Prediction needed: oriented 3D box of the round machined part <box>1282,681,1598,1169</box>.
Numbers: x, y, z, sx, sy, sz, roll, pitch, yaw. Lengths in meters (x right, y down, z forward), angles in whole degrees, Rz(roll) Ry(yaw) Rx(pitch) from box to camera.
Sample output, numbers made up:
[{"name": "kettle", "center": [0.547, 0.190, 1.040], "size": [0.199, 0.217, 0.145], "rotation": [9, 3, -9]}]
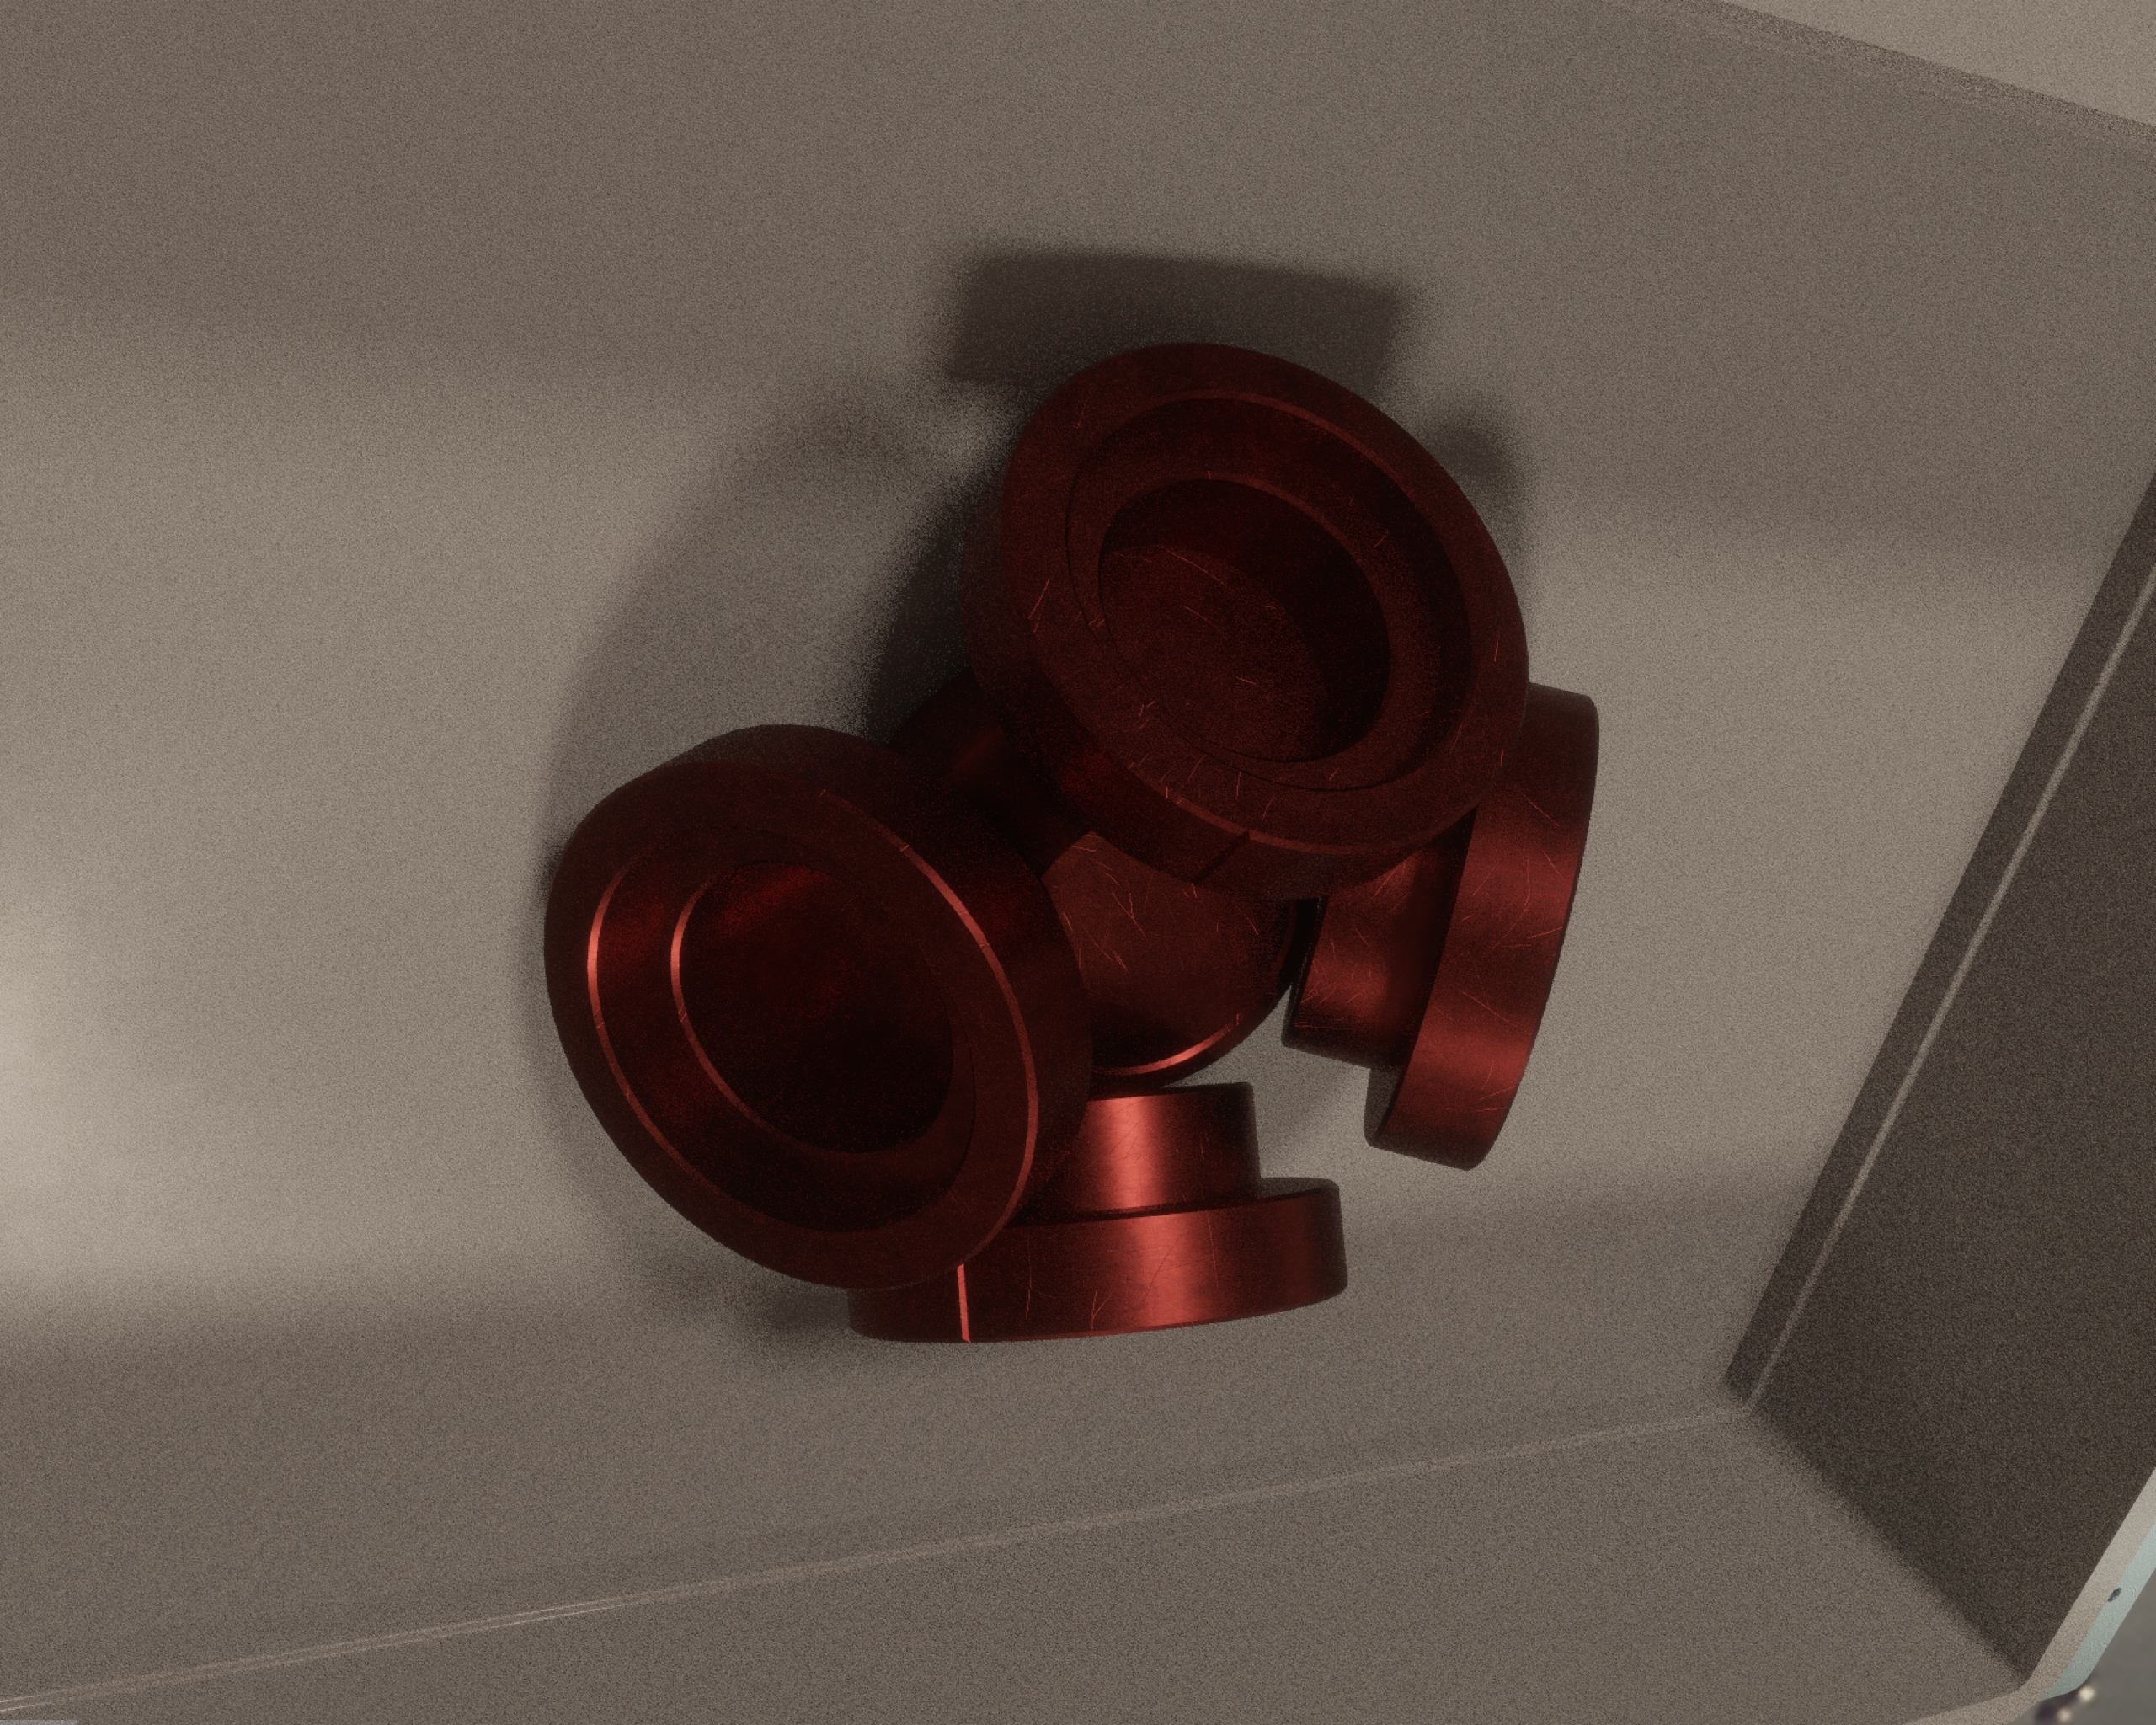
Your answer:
[{"name": "round machined part", "center": [0.069, 0.009, 0.418], "size": [0.042, 0.098, 0.097], "rotation": [14, 116, 5]}]

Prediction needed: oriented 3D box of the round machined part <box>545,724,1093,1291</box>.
[{"name": "round machined part", "center": [-0.041, 0.022, 0.364], "size": [0.042, 0.098, 0.097], "rotation": [-39, 144, -54]}]

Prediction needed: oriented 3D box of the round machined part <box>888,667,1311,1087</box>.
[{"name": "round machined part", "center": [0.007, 0.006, 0.404], "size": [0.099, 0.042, 0.097], "rotation": [-14, 125, -21]}]

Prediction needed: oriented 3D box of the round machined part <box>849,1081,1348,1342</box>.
[{"name": "round machined part", "center": [0.002, 0.067, 0.416], "size": [0.099, 0.098, 0.042], "rotation": [-2, 83, -28]}]

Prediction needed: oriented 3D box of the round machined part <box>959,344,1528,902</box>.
[{"name": "round machined part", "center": [0.025, -0.038, 0.363], "size": [0.099, 0.098, 0.042], "rotation": [-4, 158, -27]}]
